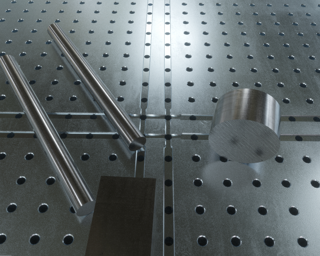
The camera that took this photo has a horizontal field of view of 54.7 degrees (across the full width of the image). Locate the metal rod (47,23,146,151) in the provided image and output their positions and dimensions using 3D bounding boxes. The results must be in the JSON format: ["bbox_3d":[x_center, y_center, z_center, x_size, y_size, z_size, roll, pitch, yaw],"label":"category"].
[{"bbox_3d":[-0.108,-0.077,0.470,0.025,0.025,0.300,-26,55,-20],"label":"metal rod"}]

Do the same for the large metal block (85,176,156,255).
[{"bbox_3d":[-0.031,0.101,0.287,0.050,0.080,0.080,2,50,2],"label":"large metal block"}]

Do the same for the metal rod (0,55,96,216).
[{"bbox_3d":[-0.161,-0.009,0.413,0.025,0.025,0.300,-27,55,-21],"label":"metal rod"}]

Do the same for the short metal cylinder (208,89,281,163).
[{"bbox_3d":[0.103,-0.001,0.374,0.080,0.080,0.050,12,51,9],"label":"short metal cylinder"}]
